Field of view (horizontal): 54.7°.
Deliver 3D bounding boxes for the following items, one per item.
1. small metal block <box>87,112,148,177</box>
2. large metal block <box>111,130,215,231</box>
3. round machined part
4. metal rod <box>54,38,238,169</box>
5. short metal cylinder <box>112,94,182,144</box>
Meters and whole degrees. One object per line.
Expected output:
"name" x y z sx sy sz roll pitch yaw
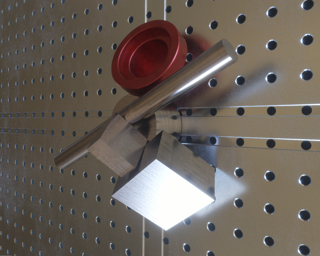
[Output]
"small metal block" -0.047 0.018 0.350 0.050 0.050 0.025 42 126 -17
"large metal block" 0.005 0.062 0.357 0.080 0.050 0.080 37 123 -16
"round machined part" -0.009 -0.082 0.389 0.098 0.042 0.098 -14 60 27
"metal rod" -0.040 -0.012 0.375 0.299 0.025 0.025 -30 72 35
"short metal cylinder" -0.019 -0.003 0.406 0.080 0.050 0.079 0 90 39
